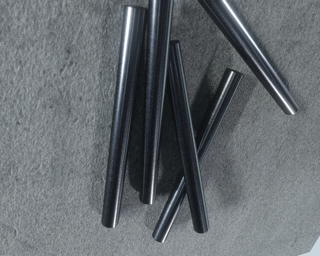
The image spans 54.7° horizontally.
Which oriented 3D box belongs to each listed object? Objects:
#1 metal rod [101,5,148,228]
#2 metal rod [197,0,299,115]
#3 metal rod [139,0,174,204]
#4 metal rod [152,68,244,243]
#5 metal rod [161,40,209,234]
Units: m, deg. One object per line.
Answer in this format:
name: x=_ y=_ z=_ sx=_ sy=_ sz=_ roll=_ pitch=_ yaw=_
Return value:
metal rod: x=-0.048 y=0.006 z=0.385 sx=0.025 sy=0.025 sz=0.298 roll=-4 pitch=121 yaw=-27
metal rod: x=0.120 y=-0.101 z=0.412 sx=0.025 sy=0.025 sz=0.301 roll=-49 pitch=129 yaw=6
metal rod: x=-0.008 y=-0.018 z=0.380 sx=0.025 sy=0.025 sz=0.298 roll=-12 pitch=127 yaw=-23
metal rod: x=0.050 y=0.054 z=0.469 sx=0.025 sy=0.025 sz=0.298 roll=8 pitch=115 yaw=-32
metal rod: x=0.038 y=0.031 z=0.425 sx=0.025 sy=0.025 sz=0.298 roll=-21 pitch=120 yaw=-16
